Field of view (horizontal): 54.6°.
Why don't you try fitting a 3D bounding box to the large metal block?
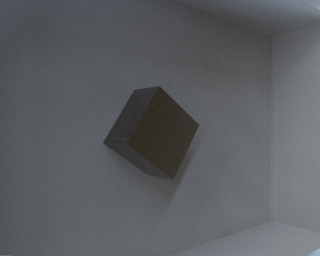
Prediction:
[{"bbox_3d":[-0.008,0.007,0.382,0.080,0.050,0.080,41,65,-32],"label":"large metal block"}]
